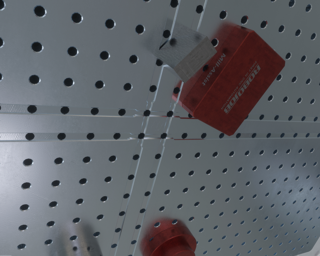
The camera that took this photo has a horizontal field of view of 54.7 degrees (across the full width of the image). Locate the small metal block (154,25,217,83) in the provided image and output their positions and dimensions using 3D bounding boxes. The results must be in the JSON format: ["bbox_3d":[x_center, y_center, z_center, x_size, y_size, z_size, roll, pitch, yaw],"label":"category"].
[{"bbox_3d":[0.028,-0.086,0.358,0.050,0.050,0.025,-44,129,2],"label":"small metal block"}]

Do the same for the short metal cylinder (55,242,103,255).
[{"bbox_3d":[-0.120,0.220,0.466,0.081,0.050,0.079,-14,124,-21],"label":"short metal cylinder"}]

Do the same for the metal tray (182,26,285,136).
[{"bbox_3d":[0.102,-0.060,0.427,0.090,0.030,0.129,25,104,-37],"label":"metal tray"}]

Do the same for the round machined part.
[{"bbox_3d":[0.024,0.228,0.555,0.099,0.042,0.097,-14,124,-21],"label":"round machined part"}]
